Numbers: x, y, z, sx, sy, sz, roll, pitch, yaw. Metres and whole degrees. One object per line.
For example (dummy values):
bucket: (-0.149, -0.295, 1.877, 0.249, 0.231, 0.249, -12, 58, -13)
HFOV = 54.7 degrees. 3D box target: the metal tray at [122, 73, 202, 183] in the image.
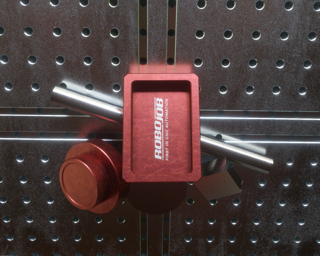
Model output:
metal tray: (0.002, 0.000, 0.375, 0.091, 0.030, 0.129, 0, 81, -1)

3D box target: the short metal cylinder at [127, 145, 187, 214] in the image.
short metal cylinder: (-0.005, 0.069, 0.421, 0.081, 0.050, 0.079, 0, 110, 0)

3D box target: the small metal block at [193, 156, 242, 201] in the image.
small metal block: (0.078, 0.070, 0.424, 0.050, 0.025, 0.050, -21, 126, 24)

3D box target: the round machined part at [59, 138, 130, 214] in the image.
round machined part: (-0.090, 0.066, 0.399, 0.098, 0.042, 0.097, 9, 107, 31)

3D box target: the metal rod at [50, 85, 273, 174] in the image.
metal rod: (0.008, 0.005, 0.411, 0.302, 0.025, 0.025, 18, 109, -7)
